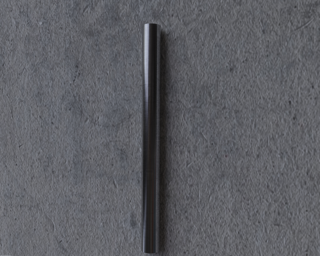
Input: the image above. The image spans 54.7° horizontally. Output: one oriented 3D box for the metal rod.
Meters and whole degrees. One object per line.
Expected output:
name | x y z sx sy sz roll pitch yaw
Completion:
metal rod | -0.012 0.014 0.413 0.025 0.025 0.298 0 90 19
